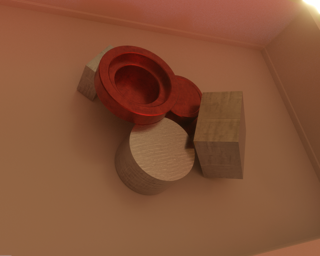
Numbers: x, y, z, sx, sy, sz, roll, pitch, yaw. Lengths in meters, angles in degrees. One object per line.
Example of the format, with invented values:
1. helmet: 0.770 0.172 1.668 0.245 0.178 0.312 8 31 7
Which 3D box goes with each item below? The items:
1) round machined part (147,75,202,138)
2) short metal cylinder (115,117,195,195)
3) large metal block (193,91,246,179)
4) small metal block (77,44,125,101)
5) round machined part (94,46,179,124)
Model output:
1. round machined part: 0.021 -0.033 0.424 0.099 0.042 0.098 14 56 -21
2. short metal cylinder: -0.007 0.033 0.365 0.081 0.050 0.080 14 56 -21
3. large metal block: 0.081 0.010 0.399 0.050 0.080 0.080 0 50 20
4. small metal block: -0.074 -0.069 0.390 0.025 0.050 0.050 38 51 -3
5. round machined part: -0.030 -0.047 0.369 0.099 0.042 0.098 14 56 -21
